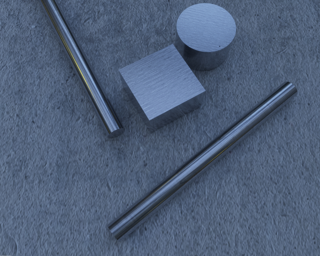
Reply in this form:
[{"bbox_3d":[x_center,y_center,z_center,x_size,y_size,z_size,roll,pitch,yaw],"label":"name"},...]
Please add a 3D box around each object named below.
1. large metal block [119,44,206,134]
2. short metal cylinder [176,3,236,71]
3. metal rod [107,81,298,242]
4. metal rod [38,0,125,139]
[{"bbox_3d":[0.002,-0.052,0.414,0.080,0.050,0.080,-28,73,-10],"label":"large metal block"},{"bbox_3d":[0.063,-0.129,0.442,0.081,0.050,0.080,0,70,0],"label":"short metal cylinder"},{"bbox_3d":[0.063,0.035,0.395,0.301,0.025,0.025,-37,74,-13],"label":"metal rod"},{"bbox_3d":[-0.128,-0.117,0.449,0.025,0.025,0.299,-27,72,-9],"label":"metal rod"}]
